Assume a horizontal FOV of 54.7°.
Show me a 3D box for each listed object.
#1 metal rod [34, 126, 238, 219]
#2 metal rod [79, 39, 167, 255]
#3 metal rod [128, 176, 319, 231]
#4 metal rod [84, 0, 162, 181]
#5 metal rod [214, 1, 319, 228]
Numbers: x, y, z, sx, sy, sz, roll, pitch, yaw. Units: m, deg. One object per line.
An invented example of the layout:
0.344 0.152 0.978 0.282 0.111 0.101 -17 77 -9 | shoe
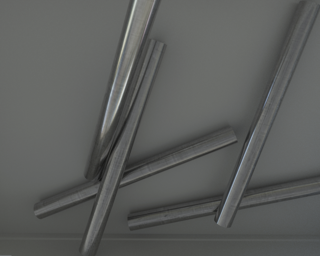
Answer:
-0.039 0.065 0.434 0.301 0.025 0.025 -22 109 7 | metal rod
-0.052 0.034 0.402 0.025 0.025 0.298 18 101 -7 | metal rod
0.102 0.109 0.453 0.302 0.025 0.025 -12 110 4 | metal rod
-0.047 -0.033 0.334 0.025 0.025 0.298 19 134 -7 | metal rod
0.131 -0.006 0.396 0.025 0.025 0.298 16 104 -6 | metal rod
